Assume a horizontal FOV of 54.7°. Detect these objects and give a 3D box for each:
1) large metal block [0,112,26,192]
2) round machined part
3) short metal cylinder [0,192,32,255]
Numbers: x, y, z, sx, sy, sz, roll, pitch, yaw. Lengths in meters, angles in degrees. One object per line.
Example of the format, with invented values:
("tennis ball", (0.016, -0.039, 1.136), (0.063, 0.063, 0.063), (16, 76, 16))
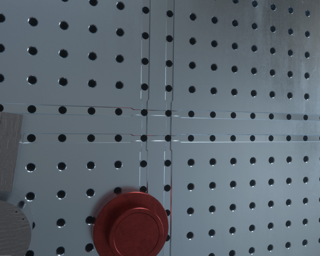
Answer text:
("large metal block", (-0.193, 0.020, 0.328), (0.081, 0.050, 0.080), (8, 87, -20))
("round machined part", (-0.034, 0.130, 0.391), (0.099, 0.042, 0.097), (0, 90, -20))
("short metal cylinder", (-0.181, 0.111, 0.333), (0.081, 0.050, 0.080), (0, 90, -20))
